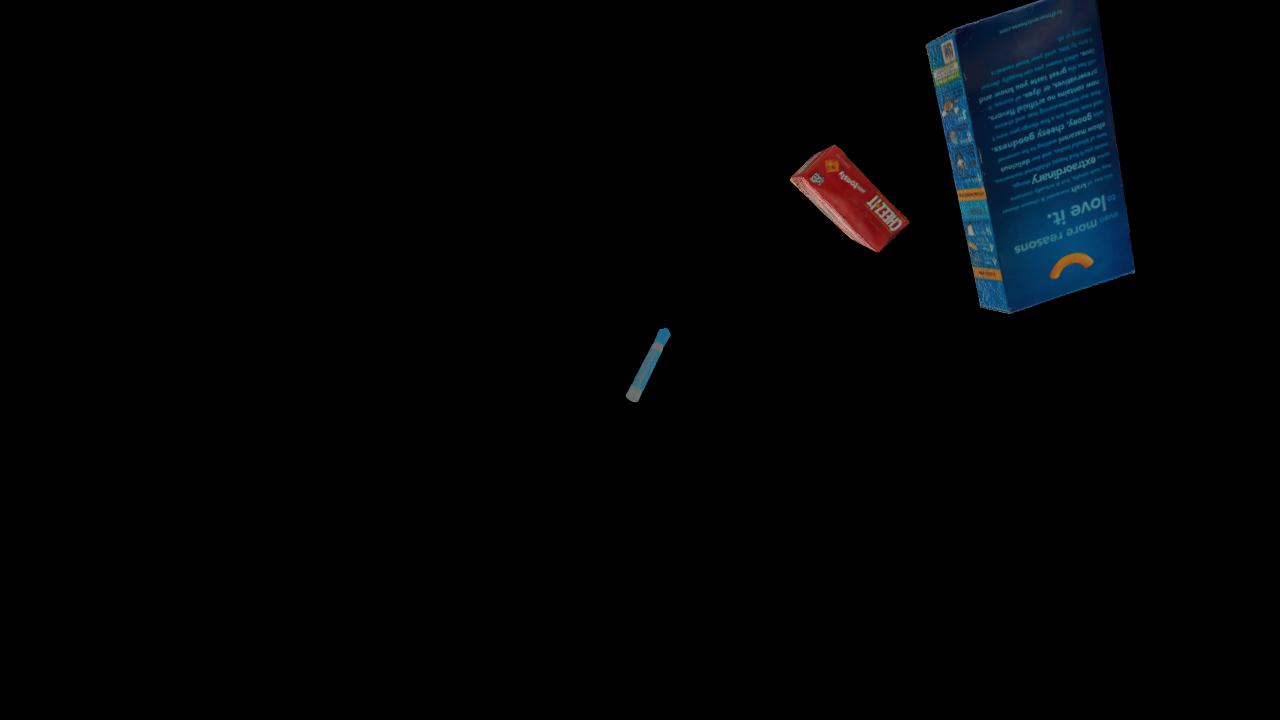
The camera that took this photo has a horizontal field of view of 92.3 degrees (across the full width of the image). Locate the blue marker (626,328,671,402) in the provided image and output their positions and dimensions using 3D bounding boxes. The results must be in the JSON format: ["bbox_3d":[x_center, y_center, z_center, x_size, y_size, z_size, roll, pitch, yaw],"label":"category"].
[{"bbox_3d":[0.013,0.004,0.855,0.020,0.121,0.020,21,-27,11],"label":"blue marker"}]

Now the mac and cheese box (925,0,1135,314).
[{"bbox_3d":[0.259,-0.133,0.406,0.093,0.184,0.041,-19,13,-1],"label":"mac and cheese box"}]

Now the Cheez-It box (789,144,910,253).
[{"bbox_3d":[0.335,-0.266,1.010,0.166,0.071,0.223,43,17,-4],"label":"Cheez-It box"}]
